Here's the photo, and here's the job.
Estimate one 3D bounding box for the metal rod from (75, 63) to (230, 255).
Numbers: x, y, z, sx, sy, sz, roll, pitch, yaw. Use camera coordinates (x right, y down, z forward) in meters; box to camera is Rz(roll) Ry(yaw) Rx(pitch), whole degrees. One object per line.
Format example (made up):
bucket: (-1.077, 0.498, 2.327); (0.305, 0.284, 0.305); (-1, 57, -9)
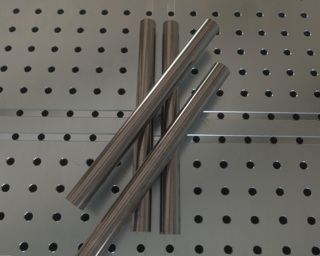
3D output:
metal rod: (-0.003, 0.037, 0.371); (0.025, 0.025, 0.300); (33, 73, 11)

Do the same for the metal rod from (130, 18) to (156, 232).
metal rod: (-0.021, -0.017, 0.419); (0.025, 0.025, 0.299); (1, 70, 0)

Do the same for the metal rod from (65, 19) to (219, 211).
metal rod: (-0.012, -0.029, 0.396); (0.025, 0.025, 0.300); (33, 73, 11)

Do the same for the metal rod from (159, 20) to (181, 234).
metal rod: (0.014, -0.015, 0.418); (0.025, 0.025, 0.299); (1, 70, 0)
